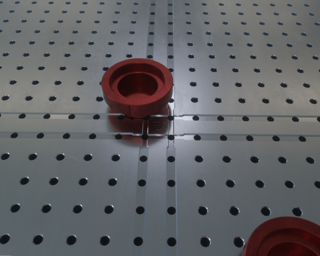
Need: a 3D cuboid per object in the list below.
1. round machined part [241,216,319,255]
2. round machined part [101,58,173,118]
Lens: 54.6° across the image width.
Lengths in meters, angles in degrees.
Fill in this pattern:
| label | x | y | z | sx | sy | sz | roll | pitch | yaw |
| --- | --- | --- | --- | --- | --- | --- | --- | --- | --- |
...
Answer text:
| label | x | y | z | sx | sy | sz | roll | pitch | yaw |
| --- | --- | --- | --- | --- | --- | --- | --- | --- | --- |
| round machined part | 0.123 | 0.136 | 0.283 | 0.099 | 0.042 | 0.098 | 0 | 50 | 0 |
| round machined part | -0.031 | -0.052 | 0.441 | 0.099 | 0.042 | 0.098 | 0 | 50 | 0 |
